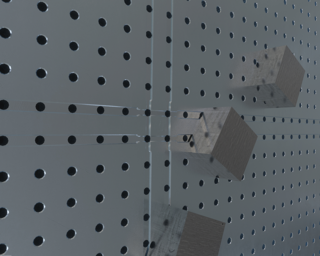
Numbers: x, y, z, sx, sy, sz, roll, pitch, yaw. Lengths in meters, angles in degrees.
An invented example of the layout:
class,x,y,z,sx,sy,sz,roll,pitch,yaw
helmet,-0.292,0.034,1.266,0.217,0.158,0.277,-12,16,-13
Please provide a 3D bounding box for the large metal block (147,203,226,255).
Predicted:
class,x,y,z,sx,sy,sz,roll,pitch,yaw
large metal block,0.036,0.156,0.423,0.080,0.050,0.080,28,73,-37

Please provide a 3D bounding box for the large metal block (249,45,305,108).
class,x,y,z,sx,sy,sz,roll,pitch,yaw
large metal block,0.219,-0.092,0.574,0.080,0.050,0.080,35,69,-35

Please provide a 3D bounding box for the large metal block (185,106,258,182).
class,x,y,z,sx,sy,sz,roll,pitch,yaw
large metal block,0.095,0.024,0.471,0.080,0.050,0.080,41,65,-32
